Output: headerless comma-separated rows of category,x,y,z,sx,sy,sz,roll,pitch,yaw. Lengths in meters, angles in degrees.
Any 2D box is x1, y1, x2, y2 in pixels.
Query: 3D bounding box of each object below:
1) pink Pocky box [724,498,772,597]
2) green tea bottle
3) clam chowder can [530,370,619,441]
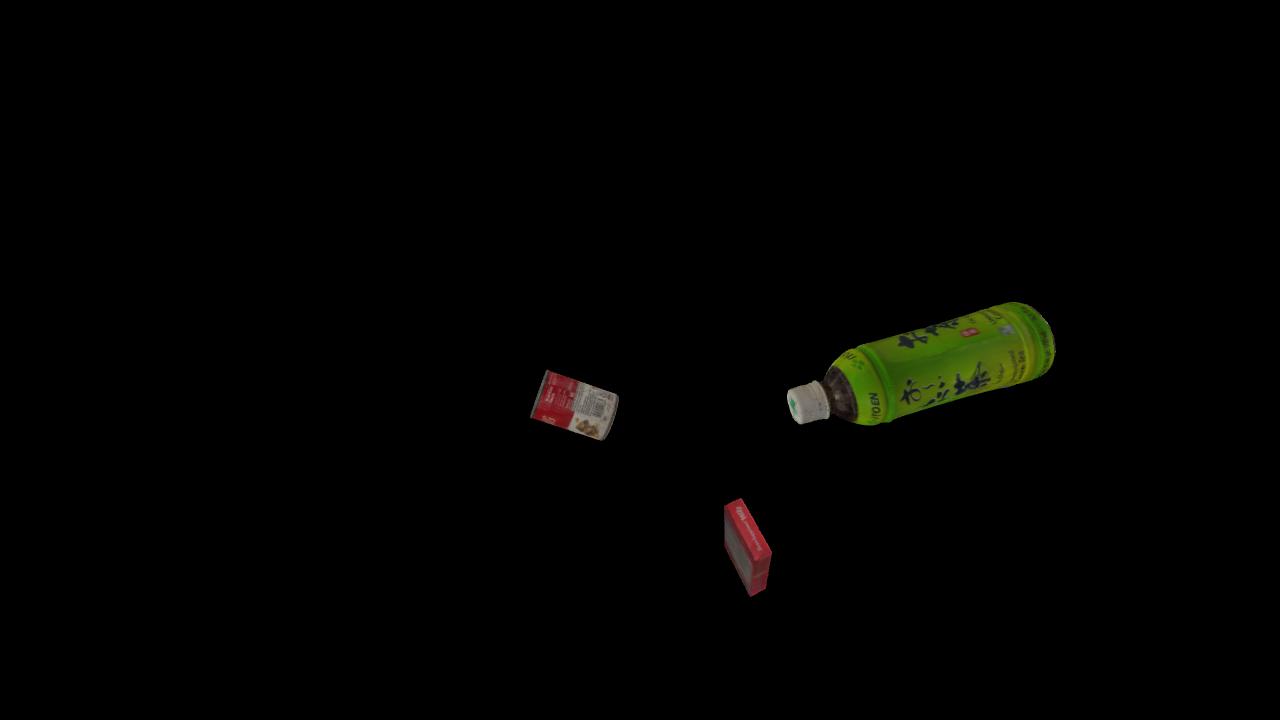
pink Pocky box,0.147,0.261,0.850,0.029,0.084,0.155,-22,-37,-9
green tea bottle,0.228,0.011,0.515,0.212,0.073,0.073,-18,1,-3
clam chowder can,-0.086,0.060,0.815,0.102,0.068,0.068,19,-3,-10
